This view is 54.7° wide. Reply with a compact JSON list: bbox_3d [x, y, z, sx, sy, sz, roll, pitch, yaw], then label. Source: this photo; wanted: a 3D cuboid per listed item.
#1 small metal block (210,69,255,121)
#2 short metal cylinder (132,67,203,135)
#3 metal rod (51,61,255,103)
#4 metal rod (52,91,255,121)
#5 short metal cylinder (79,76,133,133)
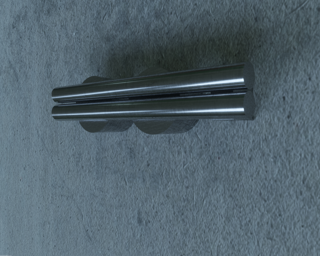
[{"bbox_3d":[0.077,-0.033,0.328,0.025,0.050,0.050,-2,88,40],"label":"small metal block"},{"bbox_3d":[0.007,-0.032,0.385,0.080,0.050,0.080,0,90,40],"label":"short metal cylinder"},{"bbox_3d":[-0.036,-0.048,0.370,0.300,0.025,0.025,1,91,40],"label":"metal rod"},{"bbox_3d":[-0.036,-0.022,0.370,0.300,0.025,0.025,1,91,40],"label":"metal rod"},{"bbox_3d":[-0.078,-0.033,0.454,0.080,0.050,0.080,0,90,40],"label":"short metal cylinder"}]
